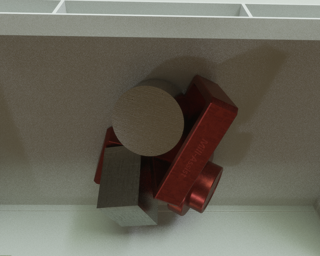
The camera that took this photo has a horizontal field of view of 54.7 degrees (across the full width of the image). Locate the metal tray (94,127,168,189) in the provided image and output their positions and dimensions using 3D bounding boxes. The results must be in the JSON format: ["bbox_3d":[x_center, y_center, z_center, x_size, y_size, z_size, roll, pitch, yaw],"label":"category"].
[{"bbox_3d":[-0.022,0.054,0.448,0.131,0.030,0.089,13,129,-12],"label":"metal tray"}]

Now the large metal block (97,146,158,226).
[{"bbox_3d":[-0.037,0.077,0.406,0.050,0.080,0.080,-7,146,14],"label":"large metal block"}]

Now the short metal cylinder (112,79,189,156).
[{"bbox_3d":[-0.009,-0.014,0.359,0.080,0.050,0.079,3,107,10],"label":"short metal cylinder"}]

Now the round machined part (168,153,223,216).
[{"bbox_3d":[0.053,0.076,0.420,0.042,0.098,0.097,25,133,19],"label":"round machined part"}]

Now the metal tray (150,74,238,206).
[{"bbox_3d":[0.031,0.012,0.355,0.030,0.090,0.129,23,111,-15],"label":"metal tray"}]
